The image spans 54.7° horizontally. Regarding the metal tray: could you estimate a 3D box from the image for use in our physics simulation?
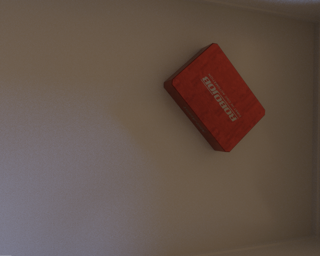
[{"bbox_3d":[0.079,-0.041,0.439,0.090,0.030,0.130,-44,104,-15],"label":"metal tray"}]
